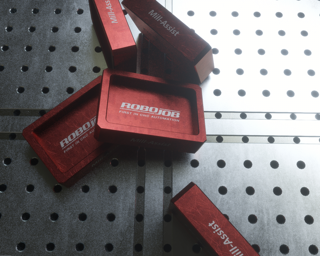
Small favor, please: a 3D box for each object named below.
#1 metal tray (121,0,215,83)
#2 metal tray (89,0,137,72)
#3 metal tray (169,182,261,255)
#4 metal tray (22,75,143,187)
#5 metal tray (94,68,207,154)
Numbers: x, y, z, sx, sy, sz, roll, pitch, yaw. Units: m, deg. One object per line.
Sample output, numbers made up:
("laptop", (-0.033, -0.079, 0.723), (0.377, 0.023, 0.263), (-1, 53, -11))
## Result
("metal tray", (0.014, -0.123, 0.419), (0.130, 0.090, 0.030), (44, 94, 14))
("metal tray", (-0.066, -0.131, 0.422), (0.030, 0.090, 0.130), (-17, 71, -12))
("metal tray", (0.064, 0.123, 0.333), (0.030, 0.090, 0.130), (-39, 75, -13))
("metal tray", (-0.098, 0.002, 0.406), (0.130, 0.030, 0.090), (-39, 75, -13))
("metal tray", (-0.011, -0.021, 0.387), (0.131, 0.030, 0.090), (8, 57, -14))
